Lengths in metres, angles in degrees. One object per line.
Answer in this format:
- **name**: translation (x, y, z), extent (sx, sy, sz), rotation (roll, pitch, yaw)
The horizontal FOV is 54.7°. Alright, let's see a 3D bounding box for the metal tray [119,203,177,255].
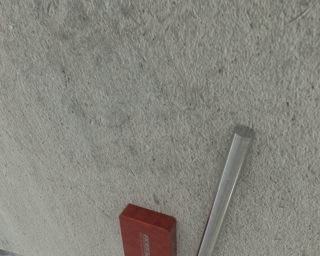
- **metal tray**: translation (-0.019, 0.198, 0.534), extent (0.090, 0.030, 0.129), rotation (11, 123, 21)

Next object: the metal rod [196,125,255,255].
- **metal rod**: translation (0.081, 0.126, 0.441), extent (0.025, 0.025, 0.298), rotation (19, 126, 16)
